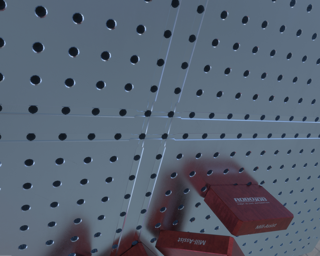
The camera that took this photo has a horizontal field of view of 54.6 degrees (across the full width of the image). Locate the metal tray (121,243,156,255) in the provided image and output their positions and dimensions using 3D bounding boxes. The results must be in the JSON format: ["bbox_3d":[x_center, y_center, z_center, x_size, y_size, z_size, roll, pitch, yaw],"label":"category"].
[{"bbox_3d":[-0.061,0.266,0.537,0.130,0.030,0.090,-36,129,-4],"label":"metal tray"}]

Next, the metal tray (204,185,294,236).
[{"bbox_3d":[0.153,0.138,0.536,0.131,0.090,0.030,6,115,-31],"label":"metal tray"}]

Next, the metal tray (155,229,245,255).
[{"bbox_3d":[0.069,0.209,0.520,0.090,0.130,0.030,58,39,-39],"label":"metal tray"}]
